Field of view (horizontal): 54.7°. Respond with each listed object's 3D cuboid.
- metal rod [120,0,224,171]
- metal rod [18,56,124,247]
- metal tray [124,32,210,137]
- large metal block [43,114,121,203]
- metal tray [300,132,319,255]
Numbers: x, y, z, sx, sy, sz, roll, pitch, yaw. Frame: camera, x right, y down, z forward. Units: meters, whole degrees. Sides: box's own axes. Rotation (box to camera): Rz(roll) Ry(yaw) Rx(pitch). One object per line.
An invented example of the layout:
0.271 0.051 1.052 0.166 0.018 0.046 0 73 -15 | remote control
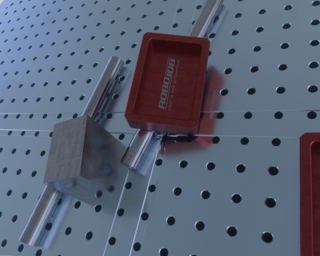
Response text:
0.025 -0.078 0.441 0.025 0.025 0.300 15 69 34 | metal rod
-0.122 0.020 0.457 0.025 0.025 0.300 8 65 31 | metal rod
0.012 -0.059 0.405 0.090 0.030 0.130 8 70 7 | metal tray
-0.094 0.042 0.395 0.050 0.080 0.080 -15 56 20 | large metal block
0.173 0.067 0.272 0.090 0.030 0.130 -2 61 27 | metal tray
